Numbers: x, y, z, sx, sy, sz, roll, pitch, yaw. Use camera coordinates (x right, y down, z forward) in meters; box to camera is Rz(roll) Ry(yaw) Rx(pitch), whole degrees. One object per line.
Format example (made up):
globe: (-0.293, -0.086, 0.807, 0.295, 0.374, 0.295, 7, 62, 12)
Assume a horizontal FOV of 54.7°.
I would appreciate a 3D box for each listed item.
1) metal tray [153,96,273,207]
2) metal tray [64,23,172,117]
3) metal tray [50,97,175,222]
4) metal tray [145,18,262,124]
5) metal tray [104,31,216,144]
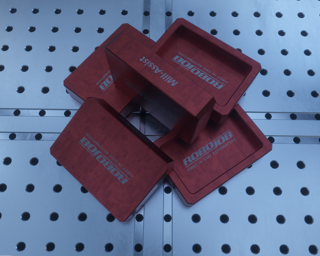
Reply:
metal tray: (0.064, 0.028, 0.398, 0.131, 0.030, 0.090, -32, 73, -11)
metal tray: (-0.056, -0.076, 0.435, 0.090, 0.030, 0.130, 37, 74, 12)
metal tray: (-0.060, 0.036, 0.375, 0.130, 0.030, 0.090, 41, 100, 13)
metal tray: (0.052, -0.077, 0.405, 0.130, 0.030, 0.090, 34, 73, 11)
metal tray: (-0.002, -0.043, 0.360, 0.130, 0.090, 0.030, 39, 75, 12)
